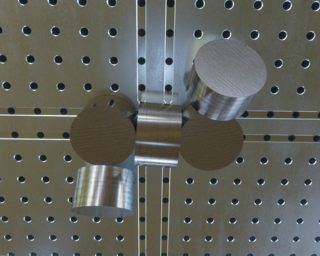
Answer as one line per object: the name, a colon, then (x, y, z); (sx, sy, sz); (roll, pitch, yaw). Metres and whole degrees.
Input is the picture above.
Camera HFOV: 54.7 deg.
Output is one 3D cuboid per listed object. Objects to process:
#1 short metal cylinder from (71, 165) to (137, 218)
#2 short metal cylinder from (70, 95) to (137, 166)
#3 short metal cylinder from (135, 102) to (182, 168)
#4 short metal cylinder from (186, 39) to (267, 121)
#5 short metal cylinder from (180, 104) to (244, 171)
short metal cylinder: (-0.073, 0.086, 0.409); (0.081, 0.050, 0.080); (1, 154, 1)
short metal cylinder: (-0.069, 0.003, 0.399); (0.081, 0.050, 0.079); (0, 110, -1)
short metal cylinder: (-0.003, 0.009, 0.387); (0.050, 0.080, 0.079); (5, 110, -2)
short metal cylinder: (0.074, -0.055, 0.358); (0.081, 0.080, 0.050); (8, 151, -4)
short metal cylinder: (0.062, 0.008, 0.403); (0.081, 0.050, 0.079); (0, 110, -1)
